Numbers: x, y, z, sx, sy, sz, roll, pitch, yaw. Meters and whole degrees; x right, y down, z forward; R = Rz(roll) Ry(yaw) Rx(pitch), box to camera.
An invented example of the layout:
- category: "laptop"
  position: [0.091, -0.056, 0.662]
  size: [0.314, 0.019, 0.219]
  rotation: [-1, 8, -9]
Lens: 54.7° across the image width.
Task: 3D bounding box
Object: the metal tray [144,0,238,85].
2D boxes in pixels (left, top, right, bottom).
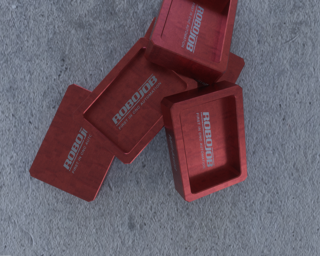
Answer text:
- category: "metal tray"
  position: [0.041, -0.125, 0.375]
  size: [0.091, 0.030, 0.130]
  rotation: [20, 62, -10]

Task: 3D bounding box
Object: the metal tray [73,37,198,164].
- category: "metal tray"
  position: [-0.029, -0.032, 0.378]
  size: [0.090, 0.030, 0.130]
  rotation: [41, 90, -1]

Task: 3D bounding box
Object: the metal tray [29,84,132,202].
- category: "metal tray"
  position: [-0.100, 0.019, 0.407]
  size: [0.090, 0.030, 0.129]
  rotation: [25, 90, -1]

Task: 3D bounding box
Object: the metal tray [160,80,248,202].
- category: "metal tray"
  position: [0.057, 0.017, 0.375]
  size: [0.091, 0.030, 0.129]
  rotation: [-17, 115, -16]

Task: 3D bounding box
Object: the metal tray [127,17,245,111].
- category: "metal tray"
  position: [0.032, -0.076, 0.409]
  size: [0.131, 0.030, 0.090]
  rotation: [27, 90, -1]
